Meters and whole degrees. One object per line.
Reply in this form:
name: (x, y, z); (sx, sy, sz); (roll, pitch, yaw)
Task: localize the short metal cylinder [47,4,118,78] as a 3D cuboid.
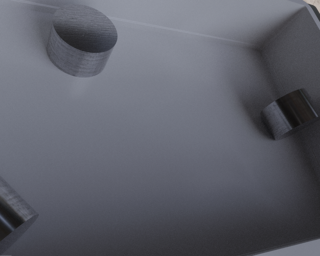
short metal cylinder: (-0.102, -0.113, 0.405); (0.081, 0.050, 0.080); (14, 56, -21)

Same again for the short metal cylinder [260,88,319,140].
short metal cylinder: (0.211, -0.021, 0.500); (0.081, 0.080, 0.050); (-13, 69, -34)

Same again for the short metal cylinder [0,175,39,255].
short metal cylinder: (-0.146, 0.080, 0.243); (0.050, 0.080, 0.080); (45, 51, 2)

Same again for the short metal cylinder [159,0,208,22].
short metal cylinder: (0.044, -0.242, 0.566); (0.081, 0.050, 0.080); (14, 56, -21)
